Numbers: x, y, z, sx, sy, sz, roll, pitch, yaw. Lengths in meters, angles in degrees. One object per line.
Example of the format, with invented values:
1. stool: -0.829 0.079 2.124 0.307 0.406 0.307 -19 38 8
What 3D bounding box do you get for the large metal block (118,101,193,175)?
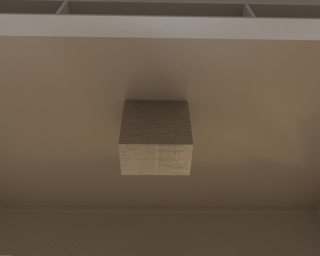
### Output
1. large metal block: -0.005 0.011 0.379 0.080 0.080 0.050 1 130 -1
